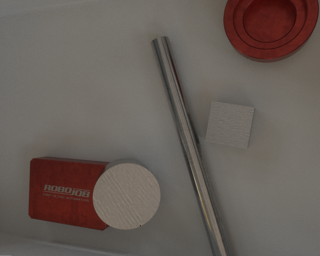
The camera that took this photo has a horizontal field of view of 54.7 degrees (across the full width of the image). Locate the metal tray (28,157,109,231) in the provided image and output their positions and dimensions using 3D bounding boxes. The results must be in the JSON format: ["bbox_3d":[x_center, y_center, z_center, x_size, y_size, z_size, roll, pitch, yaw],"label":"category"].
[{"bbox_3d":[-0.128,0.092,0.451,0.130,0.030,0.089,3,91,19],"label":"metal tray"}]

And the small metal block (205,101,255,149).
[{"bbox_3d":[0.086,-0.004,0.380,0.050,0.025,0.050,10,93,19],"label":"small metal block"}]

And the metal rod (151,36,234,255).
[{"bbox_3d":[0.041,0.027,0.395,0.025,0.025,0.298,-18,84,19],"label":"metal rod"}]

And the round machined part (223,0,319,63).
[{"bbox_3d":[0.126,-0.124,0.357,0.098,0.042,0.097,0,90,19],"label":"round machined part"}]

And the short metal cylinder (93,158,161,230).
[{"bbox_3d":[-0.043,0.081,0.394,0.081,0.050,0.079,0,91,-9],"label":"short metal cylinder"}]
